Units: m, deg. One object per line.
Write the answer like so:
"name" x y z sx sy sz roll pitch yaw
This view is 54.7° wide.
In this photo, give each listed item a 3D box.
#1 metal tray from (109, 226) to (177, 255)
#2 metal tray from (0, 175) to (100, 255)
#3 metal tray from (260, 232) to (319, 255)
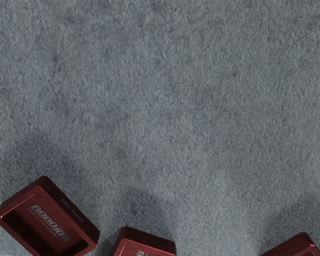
"metal tray" -0.040 0.226 0.489 0.090 0.030 0.129 22 108 -8
"metal tray" -0.164 0.144 0.457 0.090 0.030 0.130 -34 107 11
"metal tray" 0.231 0.239 0.498 0.090 0.030 0.130 -36 107 12
